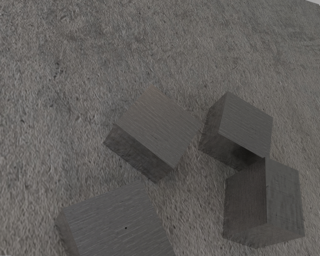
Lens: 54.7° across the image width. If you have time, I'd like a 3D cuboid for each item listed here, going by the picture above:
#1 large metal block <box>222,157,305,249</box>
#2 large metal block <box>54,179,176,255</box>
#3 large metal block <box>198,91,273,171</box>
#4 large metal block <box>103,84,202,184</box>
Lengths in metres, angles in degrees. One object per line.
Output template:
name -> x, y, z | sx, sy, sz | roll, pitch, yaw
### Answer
large metal block -> 0.122, 0.093, 0.377 | 0.050, 0.080, 0.080 | 23, 53, -15
large metal block -> -0.045, 0.106, 0.299 | 0.081, 0.050, 0.080 | -16, 70, -34
large metal block -> 0.109, 0.007, 0.442 | 0.080, 0.050, 0.080 | 29, 52, -10
large metal block -> -0.008, 0.007, 0.379 | 0.080, 0.050, 0.080 | 39, 51, -2
